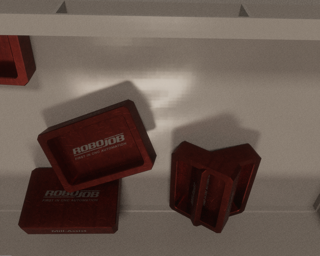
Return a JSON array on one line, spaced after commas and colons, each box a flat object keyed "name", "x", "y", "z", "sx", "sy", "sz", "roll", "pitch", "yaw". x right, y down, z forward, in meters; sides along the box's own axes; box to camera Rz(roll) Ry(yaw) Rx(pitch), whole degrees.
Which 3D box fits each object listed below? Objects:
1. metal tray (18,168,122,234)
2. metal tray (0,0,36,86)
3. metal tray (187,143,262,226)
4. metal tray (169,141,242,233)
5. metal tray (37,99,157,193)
[{"name": "metal tray", "x": -0.125, "y": 0.105, "z": 0.450, "sx": 0.131, "sy": 0.090, "sz": 0.030, "roll": 0, "pitch": 145, "yaw": -1}, {"name": "metal tray", "x": -0.208, "y": -0.093, "z": 0.323, "sx": 0.131, "sy": 0.030, "sz": 0.089, "roll": 3, "pitch": 130, "yaw": -3}, {"name": "metal tray", "x": 0.091, "y": 0.088, "z": 0.462, "sx": 0.091, "sy": 0.030, "sz": 0.129, "roll": -11, "pitch": 131, "yaw": -16}, {"name": "metal tray", "x": 0.061, "y": 0.089, "z": 0.453, "sx": 0.090, "sy": 0.030, "sz": 0.129, "roll": 23, "pitch": 135, "yaw": 24}, {"name": "metal tray", "x": -0.081, "y": 0.026, "z": 0.406, "sx": 0.130, "sy": 0.030, "sz": 0.090, "roll": -18, "pitch": 107, "yaw": 14}]
